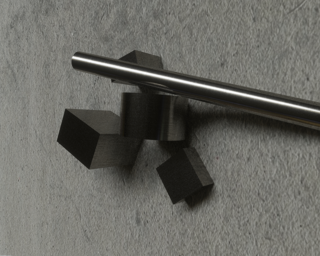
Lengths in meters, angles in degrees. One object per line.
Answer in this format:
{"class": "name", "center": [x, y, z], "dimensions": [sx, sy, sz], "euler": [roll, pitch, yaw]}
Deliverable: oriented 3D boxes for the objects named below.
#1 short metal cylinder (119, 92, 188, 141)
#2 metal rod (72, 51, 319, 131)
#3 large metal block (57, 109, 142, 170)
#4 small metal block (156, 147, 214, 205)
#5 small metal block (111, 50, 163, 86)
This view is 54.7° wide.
{"class": "short metal cylinder", "center": [-0.008, -0.015, 0.374], "dimensions": [0.080, 0.081, 0.050], "euler": [7, 95, 39]}
{"class": "metal rod", "center": [0.025, -0.047, 0.339], "dimensions": [0.301, 0.025, 0.025], "euler": [17, 101, 25]}
{"class": "large metal block", "center": [-0.083, 0.013, 0.435], "dimensions": [0.080, 0.081, 0.050], "euler": [31, 109, 35]}
{"class": "small metal block", "center": [0.030, 0.058, 0.379], "dimensions": [0.050, 0.025, 0.050], "euler": [-41, 66, 32]}
{"class": "small metal block", "center": [-0.031, -0.078, 0.412], "dimensions": [0.050, 0.050, 0.025], "euler": [-18, 79, 38]}
